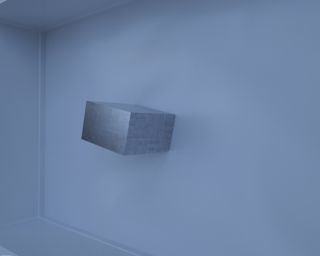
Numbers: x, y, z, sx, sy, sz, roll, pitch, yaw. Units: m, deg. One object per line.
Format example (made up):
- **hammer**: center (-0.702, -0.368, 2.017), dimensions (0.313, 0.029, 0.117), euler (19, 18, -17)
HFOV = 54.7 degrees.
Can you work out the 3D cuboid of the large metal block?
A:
- **large metal block**: center (-0.041, -0.002, 0.399), dimensions (0.080, 0.081, 0.050), euler (16, 100, 38)
